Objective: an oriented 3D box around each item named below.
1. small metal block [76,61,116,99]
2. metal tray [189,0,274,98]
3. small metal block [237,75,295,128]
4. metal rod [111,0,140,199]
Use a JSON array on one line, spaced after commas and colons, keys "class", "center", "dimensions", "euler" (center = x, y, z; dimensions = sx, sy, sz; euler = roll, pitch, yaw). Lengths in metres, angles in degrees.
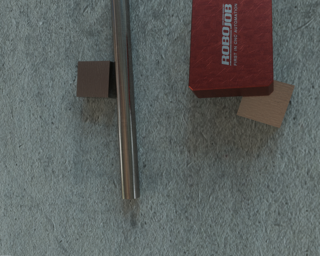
[{"class": "small metal block", "center": [-0.089, -0.068, 0.439], "dimensions": [0.050, 0.025, 0.050], "euler": [3, 91, 19]}, {"class": "metal tray", "center": [0.083, -0.103, 0.361], "dimensions": [0.090, 0.030, 0.129], "euler": [-1, 76, 19]}, {"class": "small metal block", "center": [0.124, -0.031, 0.365], "dimensions": [0.050, 0.025, 0.050], "euler": [19, 96, 18]}, {"class": "metal rod", "center": [-0.048, -0.055, 0.424], "dimensions": [0.025, 0.025, 0.298], "euler": [-4, 89, 19]}]
